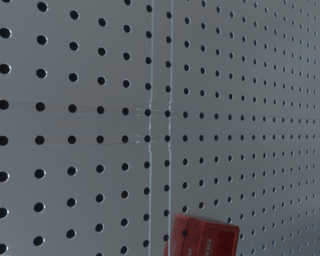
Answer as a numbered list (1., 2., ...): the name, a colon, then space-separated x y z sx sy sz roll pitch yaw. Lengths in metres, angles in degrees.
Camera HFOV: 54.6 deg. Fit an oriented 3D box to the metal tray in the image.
1. metal tray: 0.071 0.206 0.464 0.090 0.030 0.130 21 77 -38
